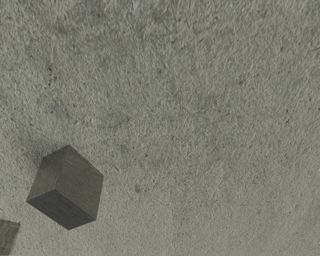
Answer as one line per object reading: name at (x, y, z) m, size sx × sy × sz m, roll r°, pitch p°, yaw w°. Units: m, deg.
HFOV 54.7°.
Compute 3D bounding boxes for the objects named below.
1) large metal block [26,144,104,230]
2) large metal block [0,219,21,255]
large metal block at (-0.130, 0.085, 0.442) m, size 0.050 × 0.080 × 0.080 m, roll -25°, pitch 126°, yaw 19°
large metal block at (-0.296, 0.222, 0.557) m, size 0.050 × 0.080 × 0.079 m, roll 19°, pitch 128°, yaw -15°
